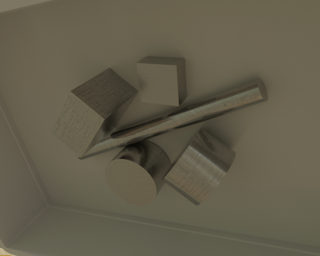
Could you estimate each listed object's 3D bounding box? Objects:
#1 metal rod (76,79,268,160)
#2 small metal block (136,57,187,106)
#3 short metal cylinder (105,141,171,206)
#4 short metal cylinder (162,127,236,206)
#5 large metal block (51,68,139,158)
[{"bbox_3d":[-0.009,-0.001,0.410,0.300,0.025,0.025,-19,109,35],"label":"metal rod"},{"bbox_3d":[0.003,-0.056,0.369,0.050,0.025,0.050,8,122,23],"label":"small metal block"},{"bbox_3d":[-0.031,0.064,0.444,0.080,0.050,0.079,13,124,20],"label":"short metal cylinder"},{"bbox_3d":[0.046,0.046,0.375,0.050,0.080,0.079,37,129,3],"label":"short metal cylinder"},{"bbox_3d":[-0.084,-0.021,0.402,0.050,0.080,0.080,40,129,1],"label":"large metal block"}]
